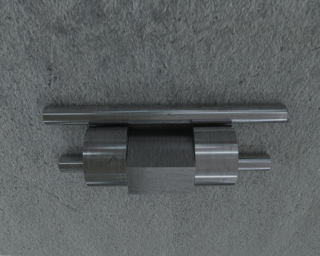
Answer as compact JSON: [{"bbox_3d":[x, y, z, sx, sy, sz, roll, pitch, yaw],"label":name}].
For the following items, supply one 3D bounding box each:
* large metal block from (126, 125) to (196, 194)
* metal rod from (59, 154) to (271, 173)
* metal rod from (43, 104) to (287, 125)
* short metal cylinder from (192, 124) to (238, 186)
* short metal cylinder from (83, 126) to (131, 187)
[{"bbox_3d":[0.001,0.038,0.402,0.081,0.080,0.050,0,130,0],"label":"large metal block"},{"bbox_3d":[0.007,0.051,0.453,0.302,0.025,0.025,0,130,0],"label":"metal rod"},{"bbox_3d":[0.007,-0.017,0.394,0.302,0.025,0.025,0,130,0],"label":"metal rod"},{"bbox_3d":[0.067,0.035,0.402,0.050,0.080,0.079,-1,130,0],"label":"short metal cylinder"},{"bbox_3d":[-0.065,0.036,0.402,0.050,0.080,0.079,-1,130,0],"label":"short metal cylinder"}]
